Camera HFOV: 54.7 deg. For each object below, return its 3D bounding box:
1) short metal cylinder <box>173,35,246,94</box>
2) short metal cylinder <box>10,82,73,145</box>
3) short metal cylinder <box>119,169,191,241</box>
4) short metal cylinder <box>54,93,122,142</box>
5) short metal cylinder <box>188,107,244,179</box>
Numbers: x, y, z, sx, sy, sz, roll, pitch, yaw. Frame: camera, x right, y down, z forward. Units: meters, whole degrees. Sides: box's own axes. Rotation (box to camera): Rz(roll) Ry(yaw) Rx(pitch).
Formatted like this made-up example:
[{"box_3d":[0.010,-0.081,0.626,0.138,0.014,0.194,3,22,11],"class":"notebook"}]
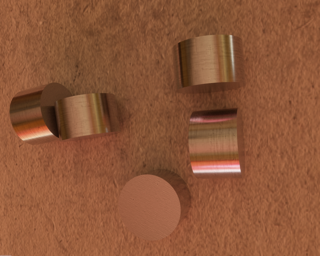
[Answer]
[{"box_3d":[0.056,-0.071,0.359,0.080,0.080,0.050,-5,89,19],"class":"short metal cylinder"},{"box_3d":[-0.159,-0.019,0.434,0.050,0.080,0.080,-11,87,19],"class":"short metal cylinder"},{"box_3d":[-0.005,0.096,0.397,0.080,0.050,0.079,0,90,19],"class":"short metal cylinder"},{"box_3d":[-0.095,-0.013,0.412,0.080,0.080,0.050,-11,87,19],"class":"short metal cylinder"},{"box_3d":[0.068,0.018,0.356,0.050,0.080,0.079,-4,89,20],"class":"short metal cylinder"}]
